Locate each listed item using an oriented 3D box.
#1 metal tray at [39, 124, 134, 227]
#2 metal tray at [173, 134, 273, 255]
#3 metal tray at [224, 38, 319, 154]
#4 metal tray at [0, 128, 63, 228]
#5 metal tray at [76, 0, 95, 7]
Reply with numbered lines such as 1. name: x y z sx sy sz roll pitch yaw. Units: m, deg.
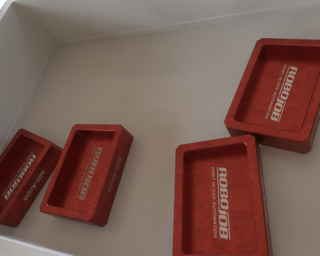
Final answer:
1. metal tray: -0.097 0.058 0.417 0.090 0.030 0.130 1 62 28
2. metal tray: 0.062 0.075 0.323 0.090 0.030 0.130 -10 57 22
3. metal tray: 0.139 -0.043 0.355 0.090 0.030 0.130 13 68 33
4. metal tray: -0.216 0.071 0.472 0.090 0.030 0.130 18 71 35
5. metal tray: -0.158 -0.334 0.693 0.090 0.030 0.130 -32 52 7
